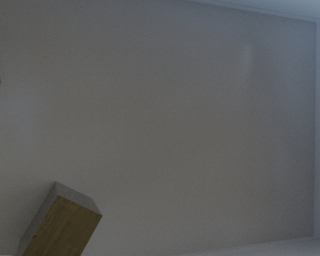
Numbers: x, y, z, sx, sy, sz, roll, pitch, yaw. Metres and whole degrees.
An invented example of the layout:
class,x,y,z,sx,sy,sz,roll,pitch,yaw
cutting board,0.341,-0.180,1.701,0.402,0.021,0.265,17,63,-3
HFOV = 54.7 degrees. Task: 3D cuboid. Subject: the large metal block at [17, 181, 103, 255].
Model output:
class,x,y,z,sx,sy,sz,roll,pitch,yaw
large metal block,-0.112,0.112,0.340,0.050,0.080,0.080,32,80,-17
